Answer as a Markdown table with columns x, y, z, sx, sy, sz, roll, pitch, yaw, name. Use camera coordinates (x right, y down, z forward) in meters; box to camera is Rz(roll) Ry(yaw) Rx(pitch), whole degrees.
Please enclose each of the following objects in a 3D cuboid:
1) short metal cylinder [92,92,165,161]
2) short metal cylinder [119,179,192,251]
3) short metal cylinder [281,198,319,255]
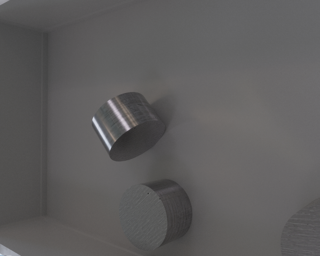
| x | y | z | sx | sy | sz | roll | pitch | yaw | name |
| --- | --- | --- | --- | --- | --- | --- | --- | --- | --- |
| -0.041 | -0.001 | 0.405 | 0.080 | 0.081 | 0.050 | -50 | 61 | 28 | short metal cylinder |
| -0.006 | 0.108 | 0.396 | 0.080 | 0.050 | 0.080 | 0 | 90 | 40 | short metal cylinder |
| 0.152 | 0.101 | 0.265 | 0.080 | 0.050 | 0.080 | 0 | 90 | 40 | short metal cylinder |
